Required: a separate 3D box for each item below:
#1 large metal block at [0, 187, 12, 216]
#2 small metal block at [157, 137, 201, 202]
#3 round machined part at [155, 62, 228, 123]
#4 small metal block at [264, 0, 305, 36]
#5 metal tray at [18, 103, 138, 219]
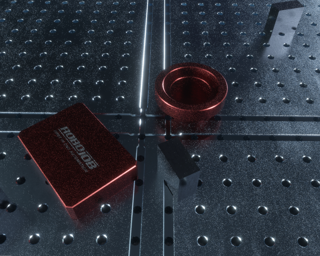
[{"bbox_3d":[-0.221,0.084,0.318,0.080,0.050,0.080,18,52,14],"label":"large metal block"},{"bbox_3d":[0.020,0.047,0.352,0.025,0.050,0.050,-21,54,-17],"label":"small metal block"},{"bbox_3d":[0.042,-0.045,0.435,0.099,0.042,0.098,0,50,0],"label":"round machined part"},{"bbox_3d":[0.225,-0.200,0.562,0.050,0.050,0.025,-13,52,-11],"label":"small metal block"},{"bbox_3d":[-0.100,0.033,0.376,0.091,0.030,0.130,-32,57,-24],"label":"metal tray"}]
